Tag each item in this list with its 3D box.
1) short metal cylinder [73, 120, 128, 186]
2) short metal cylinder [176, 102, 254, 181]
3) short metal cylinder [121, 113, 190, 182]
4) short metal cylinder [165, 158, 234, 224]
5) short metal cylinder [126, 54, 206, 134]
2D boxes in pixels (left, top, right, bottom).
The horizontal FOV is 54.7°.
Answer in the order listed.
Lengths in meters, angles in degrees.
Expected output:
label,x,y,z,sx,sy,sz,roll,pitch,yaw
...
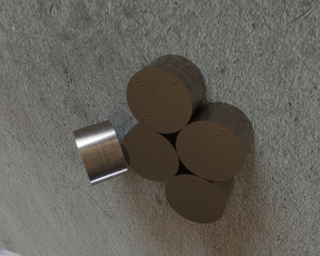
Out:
label,x,y,z,sx,sy,sz,roll,pitch,yaw
short metal cylinder,-0.083,0.034,0.430,0.080,0.050,0.080,161,90,-76
short metal cylinder,0.066,0.015,0.367,0.080,0.050,0.079,13,124,21
short metal cylinder,-0.003,0.023,0.408,0.080,0.050,0.079,13,124,21
short metal cylinder,0.054,0.079,0.413,0.080,0.050,0.079,13,124,21
short metal cylinder,0.008,-0.040,0.363,0.080,0.050,0.079,13,124,21
